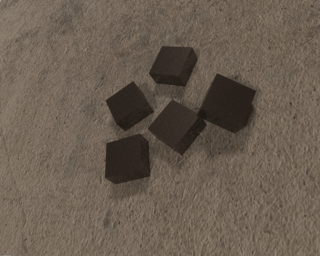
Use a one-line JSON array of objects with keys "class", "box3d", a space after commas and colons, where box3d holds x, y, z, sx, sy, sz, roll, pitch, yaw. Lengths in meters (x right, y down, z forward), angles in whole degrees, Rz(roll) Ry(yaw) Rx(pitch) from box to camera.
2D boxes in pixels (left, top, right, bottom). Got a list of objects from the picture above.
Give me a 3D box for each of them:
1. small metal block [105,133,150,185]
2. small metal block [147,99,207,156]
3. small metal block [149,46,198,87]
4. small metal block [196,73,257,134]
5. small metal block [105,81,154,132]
[{"class": "small metal block", "box3d": [-0.042, 0.040, 0.400, 0.050, 0.025, 0.050, -16, 55, 18]}, {"class": "small metal block", "box3d": [0.022, -0.001, 0.392, 0.050, 0.025, 0.050, 34, 80, 38]}, {"class": "small metal block", "box3d": [0.019, -0.090, 0.448, 0.050, 0.025, 0.050, 12, 67, 32]}, {"class": "small metal block", "box3d": [0.078, -0.029, 0.365, 0.050, 0.025, 0.050, 25, 72, 2]}, {"class": "small metal block", "box3d": [-0.044, -0.031, 0.445, 0.050, 0.025, 0.050, -34, 52, 5]}]
